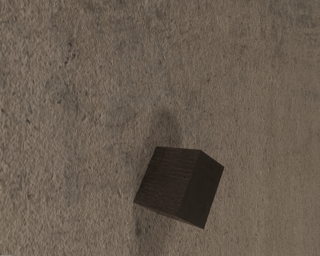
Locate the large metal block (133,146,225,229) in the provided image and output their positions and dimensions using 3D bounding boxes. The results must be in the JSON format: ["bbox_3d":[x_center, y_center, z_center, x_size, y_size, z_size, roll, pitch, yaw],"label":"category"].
[{"bbox_3d":[0.023,0.072,0.391,0.050,0.080,0.080,36,68,-35],"label":"large metal block"}]
